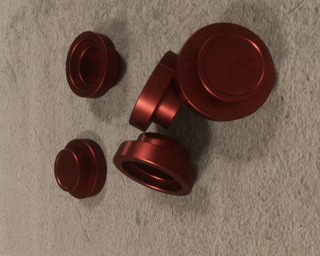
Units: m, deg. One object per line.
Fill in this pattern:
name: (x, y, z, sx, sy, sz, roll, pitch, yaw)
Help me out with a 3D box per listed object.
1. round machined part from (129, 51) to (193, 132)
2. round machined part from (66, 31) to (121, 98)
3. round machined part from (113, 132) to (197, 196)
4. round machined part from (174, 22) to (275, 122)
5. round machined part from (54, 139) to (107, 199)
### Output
round machined part: (0.006, -0.037, 0.361, 0.042, 0.098, 0.097, 29, 112, 1)
round machined part: (-0.097, -0.094, 0.471, 0.098, 0.042, 0.097, 0, 90, 39)
round machined part: (-0.003, 0.040, 0.370, 0.098, 0.098, 0.042, 1, 56, 39)
round machined part: (0.065, -0.056, 0.302, 0.042, 0.099, 0.097, 155, 112, -83)
round machined part: (-0.135, 0.066, 0.502, 0.098, 0.042, 0.097, 0, 90, 39)
